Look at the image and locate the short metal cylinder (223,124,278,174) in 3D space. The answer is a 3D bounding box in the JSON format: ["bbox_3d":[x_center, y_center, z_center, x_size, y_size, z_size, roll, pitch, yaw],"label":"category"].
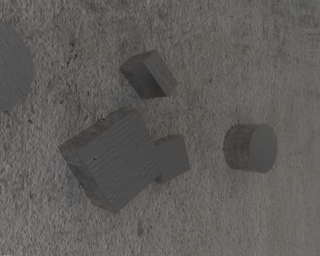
[{"bbox_3d":[0.151,0.033,0.515,0.081,0.050,0.080,0,90,-40],"label":"short metal cylinder"}]

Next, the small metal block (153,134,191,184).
[{"bbox_3d":[0.010,0.040,0.413,0.050,0.025,0.050,-21,103,-38],"label":"small metal block"}]

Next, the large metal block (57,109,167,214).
[{"bbox_3d":[-0.051,0.034,0.346,0.080,0.050,0.080,-38,114,-33],"label":"large metal block"}]

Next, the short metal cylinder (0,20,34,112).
[{"bbox_3d":[-0.155,-0.050,0.258,0.081,0.050,0.080,0,90,-40],"label":"short metal cylinder"}]

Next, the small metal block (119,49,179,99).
[{"bbox_3d":[-0.014,-0.063,0.376,0.025,0.050,0.050,-51,120,-27],"label":"small metal block"}]
